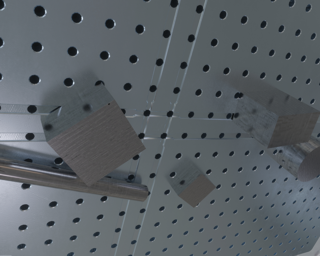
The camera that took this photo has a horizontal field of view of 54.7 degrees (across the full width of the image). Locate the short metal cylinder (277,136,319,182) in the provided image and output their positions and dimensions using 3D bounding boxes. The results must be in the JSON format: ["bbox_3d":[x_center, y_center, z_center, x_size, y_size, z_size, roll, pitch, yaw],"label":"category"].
[{"bbox_3d":[0.267,0.053,0.574,0.081,0.050,0.079,-14,124,-21],"label":"short metal cylinder"}]

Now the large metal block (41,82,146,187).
[{"bbox_3d":[-0.076,0.008,0.359,0.080,0.050,0.080,-34,129,-6],"label":"large metal block"}]

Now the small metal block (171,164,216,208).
[{"bbox_3d":[0.055,0.094,0.500,0.050,0.025,0.050,-44,130,2],"label":"small metal block"}]

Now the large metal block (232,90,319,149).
[{"bbox_3d":[0.169,-0.016,0.458,0.081,0.080,0.050,-6,121,-26],"label":"large metal block"}]

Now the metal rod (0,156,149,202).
[{"bbox_3d":[-0.141,0.056,0.369,0.302,0.025,0.025,19,108,-36],"label":"metal rod"}]
